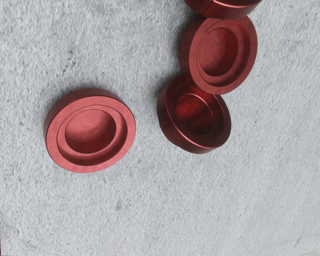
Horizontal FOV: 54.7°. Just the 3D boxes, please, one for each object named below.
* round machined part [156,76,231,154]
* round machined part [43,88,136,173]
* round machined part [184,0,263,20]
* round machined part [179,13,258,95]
[{"bbox_3d":[0.038,-0.013,0.385,0.099,0.098,0.042,7,152,-32],"label":"round machined part"},{"bbox_3d":[-0.081,0.000,0.351,0.099,0.042,0.097,-14,124,-21],"label":"round machined part"},{"bbox_3d":[0.058,-0.151,0.311,0.099,0.042,0.098,4,74,-15],"label":"round machined part"},{"bbox_3d":[0.064,-0.091,0.369,0.099,0.042,0.097,-12,116,-25],"label":"round machined part"}]
